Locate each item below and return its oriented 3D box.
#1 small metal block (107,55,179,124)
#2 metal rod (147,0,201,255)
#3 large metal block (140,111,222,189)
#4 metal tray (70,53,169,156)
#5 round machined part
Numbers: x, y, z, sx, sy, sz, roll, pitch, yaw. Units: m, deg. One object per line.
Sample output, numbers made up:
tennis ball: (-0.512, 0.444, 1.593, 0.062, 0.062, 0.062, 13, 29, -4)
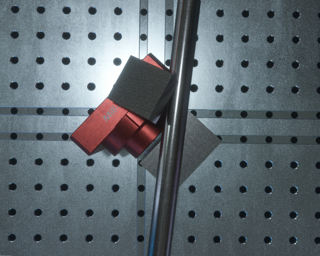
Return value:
small metal block: (-0.017, -0.039, 0.315, 0.050, 0.025, 0.050, 28, 88, 18)
metal rod: (0.014, 0.011, 0.333, 0.025, 0.025, 0.298, 7, 90, -1)
large metal block: (0.023, 0.027, 0.383, 0.050, 0.080, 0.080, 43, 90, -1)
metal tray: (-0.044, -0.026, 0.380, 0.030, 0.090, 0.130, 43, 90, 0)
round machined part: (-0.022, -0.001, 0.380, 0.042, 0.098, 0.098, 42, 90, 0)
